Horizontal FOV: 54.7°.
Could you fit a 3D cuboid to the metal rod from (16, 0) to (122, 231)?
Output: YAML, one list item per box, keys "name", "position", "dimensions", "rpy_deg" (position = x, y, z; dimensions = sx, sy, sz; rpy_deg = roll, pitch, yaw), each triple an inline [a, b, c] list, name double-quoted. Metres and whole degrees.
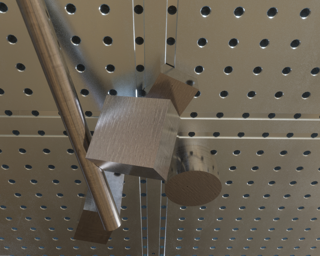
- name: "metal rod"
  position: [-0.096, -0.004, 0.354]
  dimensions: [0.025, 0.025, 0.298]
  rpy_deg: [-10, 114, 8]

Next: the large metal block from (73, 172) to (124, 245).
- name: "large metal block"
  position: [-0.093, 0.118, 0.475]
  dimensions: [0.050, 0.080, 0.079]
  rpy_deg: [15, 128, -13]

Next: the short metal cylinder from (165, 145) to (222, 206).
- name: "short metal cylinder"
  position: [0.047, 0.071, 0.456]
  dimensions: [0.081, 0.050, 0.079]
  rpy_deg: [0, 130, 0]

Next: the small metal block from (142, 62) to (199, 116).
- name: "small metal block"
  position: [0.011, -0.044, 0.374]
  dimensions: [0.050, 0.025, 0.050]
  rpy_deg: [21, 127, -18]

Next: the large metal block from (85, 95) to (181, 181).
- name: "large metal block"
  position: [-0.028, 0.011, 0.362]
  dimensions: [0.080, 0.080, 0.050]
  rpy_deg: [6, 157, 20]
